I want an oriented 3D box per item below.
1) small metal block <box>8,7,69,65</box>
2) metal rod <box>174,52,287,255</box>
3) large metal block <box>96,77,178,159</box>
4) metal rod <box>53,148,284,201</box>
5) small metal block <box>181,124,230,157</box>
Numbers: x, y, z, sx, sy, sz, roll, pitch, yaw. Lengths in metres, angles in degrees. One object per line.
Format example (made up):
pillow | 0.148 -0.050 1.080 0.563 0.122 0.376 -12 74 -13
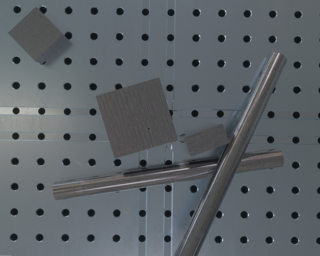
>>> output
small metal block | -0.161 -0.122 0.412 0.050 0.025 0.050 -44 90 0
metal rod | 0.090 0.037 0.390 0.025 0.025 0.299 27 80 0
large metal block | -0.028 -0.012 0.401 0.080 0.050 0.080 -17 90 0
metal rod | 0.011 0.062 0.413 0.302 0.025 0.025 -8 90 0
small metal block | 0.057 0.015 0.401 0.050 0.050 0.025 -19 90 0
